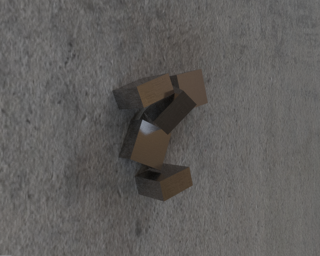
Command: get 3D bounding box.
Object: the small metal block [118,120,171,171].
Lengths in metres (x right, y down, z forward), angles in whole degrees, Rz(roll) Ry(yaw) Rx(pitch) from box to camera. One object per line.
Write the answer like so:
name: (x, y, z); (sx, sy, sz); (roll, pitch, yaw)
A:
small metal block: (-0.018, 0.022, 0.392); (0.050, 0.025, 0.050); (26, 74, -37)

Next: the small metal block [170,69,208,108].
small metal block: (0.038, -0.053, 0.439); (0.050, 0.025, 0.050); (-21, 104, -38)

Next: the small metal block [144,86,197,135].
small metal block: (0.011, -0.024, 0.387); (0.050, 0.050, 0.025); (-46, 113, 0)

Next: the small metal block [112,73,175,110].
small metal block: (-0.020, -0.044, 0.373); (0.050, 0.050, 0.025); (-30, 109, -36)

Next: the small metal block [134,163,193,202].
small metal block: (0.005, 0.067, 0.395); (0.050, 0.050, 0.025); (-20, 103, -39)
